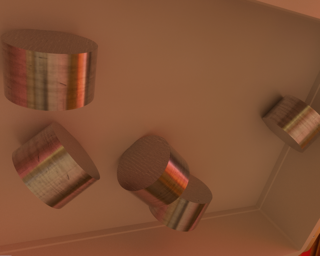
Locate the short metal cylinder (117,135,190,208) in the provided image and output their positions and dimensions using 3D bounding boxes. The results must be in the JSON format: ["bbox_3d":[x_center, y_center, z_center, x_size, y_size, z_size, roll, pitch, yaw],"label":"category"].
[{"bbox_3d":[-0.009,0.056,0.405,0.080,0.080,0.050,-42,130,0],"label":"short metal cylinder"}]

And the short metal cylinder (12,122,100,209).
[{"bbox_3d":[-0.111,0.040,0.338,0.050,0.080,0.080,-38,130,-3],"label":"short metal cylinder"}]

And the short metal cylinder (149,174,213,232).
[{"bbox_3d":[0.030,0.105,0.456,0.081,0.080,0.050,11,113,-33],"label":"short metal cylinder"}]

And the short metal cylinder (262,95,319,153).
[{"bbox_3d":[0.210,-0.007,0.487,0.050,0.080,0.080,-46,130,4],"label":"short metal cylinder"}]

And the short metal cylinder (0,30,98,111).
[{"bbox_3d":[-0.100,-0.055,0.285,0.081,0.080,0.050,-4,120,-27],"label":"short metal cylinder"}]
